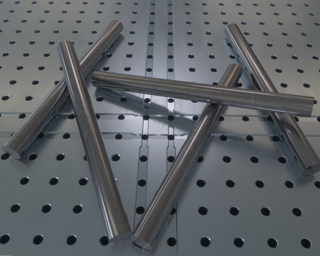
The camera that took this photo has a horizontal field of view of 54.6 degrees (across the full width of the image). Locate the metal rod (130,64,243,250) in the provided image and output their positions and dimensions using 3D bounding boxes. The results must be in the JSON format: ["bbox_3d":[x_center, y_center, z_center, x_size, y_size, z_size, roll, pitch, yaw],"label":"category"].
[{"bbox_3d":[0.049,0.013,0.397,0.025,0.025,0.301,21,53,17],"label":"metal rod"}]

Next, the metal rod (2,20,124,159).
[{"bbox_3d":[-0.130,-0.077,0.471,0.025,0.025,0.301,16,52,13],"label":"metal rod"}]

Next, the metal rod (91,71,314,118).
[{"bbox_3d":[0.043,-0.050,0.422,0.301,0.025,0.025,10,50,19],"label":"metal rod"}]

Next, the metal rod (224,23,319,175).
[{"bbox_3d":[0.154,-0.064,0.461,0.025,0.025,0.300,-8,50,-7],"label":"metal rod"}]

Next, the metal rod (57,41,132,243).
[{"bbox_3d":[-0.092,-0.006,0.392,0.025,0.025,0.299,-16,58,-13],"label":"metal rod"}]
